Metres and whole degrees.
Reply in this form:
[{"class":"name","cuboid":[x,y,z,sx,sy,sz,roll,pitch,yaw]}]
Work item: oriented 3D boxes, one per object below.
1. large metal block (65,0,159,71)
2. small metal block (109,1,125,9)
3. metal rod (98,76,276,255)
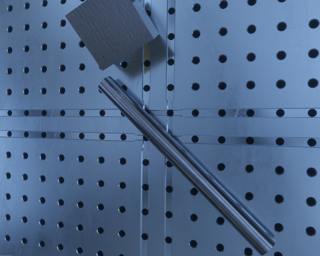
[{"class":"large metal block","cuboid":[-0.059,-0.134,0.404,0.080,0.050,0.080,-28,107,18]},{"class":"small metal block","cuboid":[-0.066,-0.193,0.436,0.050,0.025,0.050,31,100,17]},{"class":"metal rod","cuboid":[0.025,0.039,0.403,0.300,0.025,0.025,45,104,14]}]
